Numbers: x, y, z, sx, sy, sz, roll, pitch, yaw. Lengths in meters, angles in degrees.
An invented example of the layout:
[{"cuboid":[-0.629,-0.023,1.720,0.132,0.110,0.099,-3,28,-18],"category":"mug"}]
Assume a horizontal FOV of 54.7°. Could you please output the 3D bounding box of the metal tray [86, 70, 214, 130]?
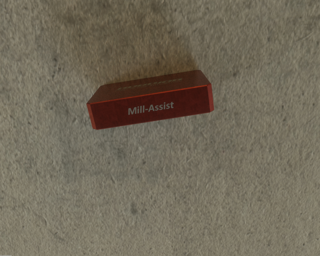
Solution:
[{"cuboid":[-0.010,-0.036,0.361,0.131,0.090,0.030,-9,110,3],"category":"metal tray"}]
